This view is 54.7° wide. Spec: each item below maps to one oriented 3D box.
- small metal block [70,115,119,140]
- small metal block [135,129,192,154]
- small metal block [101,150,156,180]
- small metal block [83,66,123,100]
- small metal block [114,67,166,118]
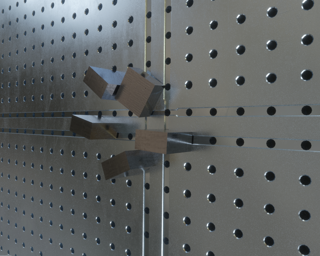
[{"bbox_3d":[-0.100,-0.002,0.473,0.050,0.050,0.025,19,102,38],"label":"small metal block"},{"bbox_3d":[0.005,0.016,0.387,0.050,0.050,0.025,6,94,39],"label":"small metal block"},{"bbox_3d":[-0.043,0.050,0.426,0.050,0.050,0.025,-27,73,36],"label":"small metal block"},{"bbox_3d":[-0.075,-0.064,0.452,0.050,0.050,0.025,43,116,31],"label":"small metal block"},{"bbox_3d":[-0.028,-0.049,0.427,0.050,0.025,0.050,38,113,25],"label":"small metal block"}]
